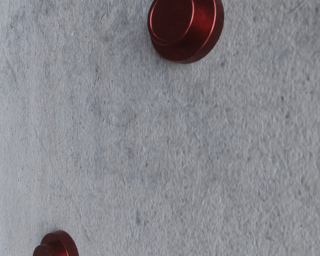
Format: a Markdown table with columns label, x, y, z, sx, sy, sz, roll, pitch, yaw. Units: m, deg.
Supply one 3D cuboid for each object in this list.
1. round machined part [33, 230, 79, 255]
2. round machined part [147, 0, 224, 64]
| label | x | y | z | sx | sy | sz | roll | pitch | yaw |
| --- | --- | --- | --- | --- | --- | --- | --- | --- | --- |
| round machined part | -0.188 | 0.236 | 0.546 | 0.098 | 0.042 | 0.097 | 0 | 90 | 39 |
| round machined part | 0.023 | -0.129 | 0.373 | 0.098 | 0.042 | 0.097 | 0 | 90 | 39 |
